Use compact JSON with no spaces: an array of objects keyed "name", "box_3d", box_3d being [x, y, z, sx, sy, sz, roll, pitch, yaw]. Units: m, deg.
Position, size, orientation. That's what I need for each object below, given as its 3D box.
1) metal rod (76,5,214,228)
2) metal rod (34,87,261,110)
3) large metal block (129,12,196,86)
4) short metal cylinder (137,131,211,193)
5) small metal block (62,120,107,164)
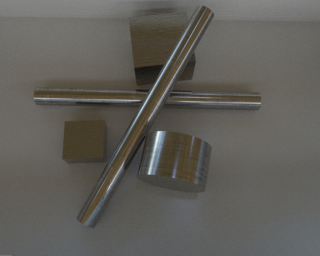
[{"name":"metal rod","box_3d":[-0.015,-0.018,0.381,0.025,0.025,0.299,29,85,9]},{"name":"metal rod","box_3d":[-0.016,-0.040,0.424,0.302,0.025,0.025,1,70,0]},{"name":"large metal block","box_3d":[0.002,-0.111,0.437,0.081,0.050,0.080,-7,70,-3]},{"name":"short metal cylinder","box_3d":[0.017,0.042,0.365,0.080,0.080,0.050,11,71,3]},{"name":"small metal block","box_3d":[-0.096,0.018,0.402,0.050,0.025,0.050,-2,70,-1]}]
